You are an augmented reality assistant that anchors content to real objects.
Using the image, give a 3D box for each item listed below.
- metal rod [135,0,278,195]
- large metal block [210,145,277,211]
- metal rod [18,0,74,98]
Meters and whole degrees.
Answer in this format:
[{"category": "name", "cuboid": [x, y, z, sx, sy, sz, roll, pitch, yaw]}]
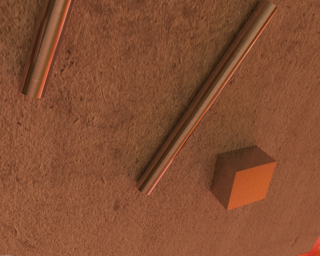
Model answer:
[{"category": "metal rod", "cuboid": [0.056, -0.033, 0.419, 0.025, 0.025, 0.299, 24, 105, -37]}, {"category": "large metal block", "cuboid": [0.137, 0.082, 0.519, 0.081, 0.050, 0.079, -10, 123, -24]}, {"category": "metal rod", "cuboid": [-0.071, -0.164, 0.267, 0.025, 0.025, 0.298, 12, 112, -34]}]
